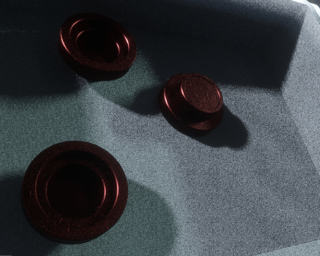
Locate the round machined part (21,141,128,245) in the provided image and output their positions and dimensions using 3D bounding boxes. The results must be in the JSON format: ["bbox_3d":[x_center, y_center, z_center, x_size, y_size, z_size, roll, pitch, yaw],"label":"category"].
[{"bbox_3d":[-0.085,0.065,0.309,0.099,0.042,0.098,14,56,-21],"label":"round machined part"}]

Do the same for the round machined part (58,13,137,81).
[{"bbox_3d":[-0.085,-0.101,0.411,0.099,0.042,0.098,14,56,-21],"label":"round machined part"}]

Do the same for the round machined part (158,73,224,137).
[{"bbox_3d":[0.051,-0.040,0.446,0.099,0.042,0.098,14,56,-21],"label":"round machined part"}]
